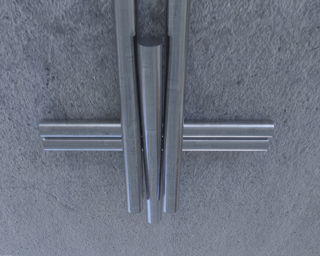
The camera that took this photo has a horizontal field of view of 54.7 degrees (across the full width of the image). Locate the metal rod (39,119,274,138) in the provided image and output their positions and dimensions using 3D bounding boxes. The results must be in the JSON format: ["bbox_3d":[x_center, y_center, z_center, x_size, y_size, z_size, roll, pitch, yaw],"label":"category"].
[{"bbox_3d":[-0.003,0.000,0.410,0.302,0.025,0.025,0,130,-1],"label":"metal rod"}]

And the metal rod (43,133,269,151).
[{"bbox_3d":[-0.005,0.019,0.426,0.302,0.025,0.025,0,130,-1],"label":"metal rod"}]

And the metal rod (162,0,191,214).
[{"bbox_3d":[0.016,-0.010,0.372,0.025,0.025,0.298,0,122,-1],"label":"metal rod"}]

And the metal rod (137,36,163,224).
[{"bbox_3d":[-0.010,0.029,0.400,0.025,0.025,0.298,0,130,0],"label":"metal rod"}]

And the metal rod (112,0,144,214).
[{"bbox_3d":[-0.035,-0.010,0.372,0.025,0.025,0.298,0,122,-1],"label":"metal rod"}]
